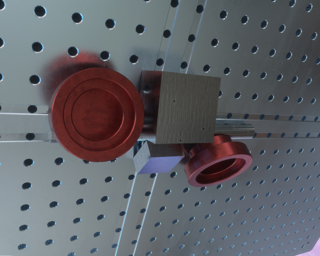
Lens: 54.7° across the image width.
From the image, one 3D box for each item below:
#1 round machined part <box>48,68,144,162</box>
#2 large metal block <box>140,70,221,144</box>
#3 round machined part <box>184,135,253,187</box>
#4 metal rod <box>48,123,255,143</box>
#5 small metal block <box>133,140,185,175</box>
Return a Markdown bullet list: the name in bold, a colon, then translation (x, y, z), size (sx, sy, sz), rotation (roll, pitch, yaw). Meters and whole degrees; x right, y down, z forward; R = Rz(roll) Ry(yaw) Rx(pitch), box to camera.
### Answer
- **round machined part**: translation (-0.070, -0.014, 0.337), size (0.099, 0.042, 0.097), rotation (-2, 93, -29)
- **large metal block**: translation (0.022, -0.026, 0.376), size (0.081, 0.050, 0.079), rotation (1, 100, -29)
- **round machined part**: translation (0.082, 0.046, 0.458), size (0.099, 0.042, 0.098), rotation (-14, 148, -9)
- **metal rod**: translation (0.009, 0.005, 0.420), size (0.303, 0.025, 0.025), rotation (0, 118, -29)
- **small metal block**: translation (-0.002, 0.040, 0.422), size (0.050, 0.025, 0.050), rotation (1, 147, -29)
